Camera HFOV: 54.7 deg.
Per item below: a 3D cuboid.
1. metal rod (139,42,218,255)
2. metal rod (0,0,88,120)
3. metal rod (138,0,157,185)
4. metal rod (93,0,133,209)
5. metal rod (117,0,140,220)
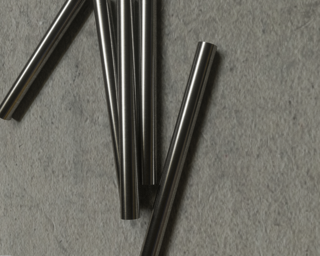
[{"bbox_3d":[0.021,0.039,0.400,0.025,0.025,0.298,17,95,19],"label":"metal rod"},{"bbox_3d":[-0.160,-0.135,0.463,0.025,0.025,0.299,41,102,15],"label":"metal rod"},{"bbox_3d":[-0.016,-0.075,0.413,0.025,0.025,0.298,0,90,19],"label":"metal rod"},{"bbox_3d":[-0.062,-0.038,0.429,0.025,0.025,0.298,-9,87,19],"label":"metal rod"},{"bbox_3d":[-0.042,-0.034,0.409,0.025,0.025,0.298,-4,84,19],"label":"metal rod"}]
